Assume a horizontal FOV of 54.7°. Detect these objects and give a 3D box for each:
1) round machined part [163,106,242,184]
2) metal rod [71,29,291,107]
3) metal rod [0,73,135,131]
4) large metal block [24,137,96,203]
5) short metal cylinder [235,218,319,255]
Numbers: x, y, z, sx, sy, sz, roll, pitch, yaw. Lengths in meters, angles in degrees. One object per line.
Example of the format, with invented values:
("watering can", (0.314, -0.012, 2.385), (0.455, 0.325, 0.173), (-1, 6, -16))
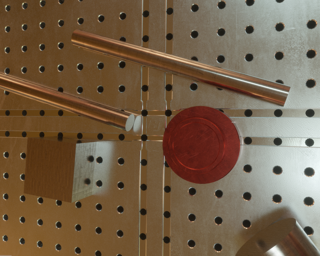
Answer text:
("round machined part", (0.049, 0.021, 0.386), (0.098, 0.042, 0.097), (0, 90, 19))
("metal rod", (0.013, -0.084, 0.407), (0.301, 0.025, 0.025), (20, 97, 18))
("metal rod", (-0.177, -0.050, 0.473), (0.301, 0.025, 0.025), (18, 96, 18))
("large metal block", (-0.144, 0.057, 0.448), (0.080, 0.050, 0.079), (6, 92, 19))
("short metal cylinder", (0.130, 0.143, 0.338), (0.080, 0.080, 0.050), (-38, 78, 16))
